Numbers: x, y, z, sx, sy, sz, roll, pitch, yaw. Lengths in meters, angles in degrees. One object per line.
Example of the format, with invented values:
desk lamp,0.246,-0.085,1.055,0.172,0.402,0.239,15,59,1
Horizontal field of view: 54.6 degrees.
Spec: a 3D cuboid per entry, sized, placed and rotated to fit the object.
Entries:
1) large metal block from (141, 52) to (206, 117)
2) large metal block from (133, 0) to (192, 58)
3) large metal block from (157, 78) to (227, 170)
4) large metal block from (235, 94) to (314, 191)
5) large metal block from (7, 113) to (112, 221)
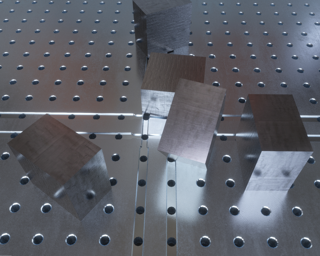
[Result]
large metal block,0.021,-0.060,0.442,0.080,0.050,0.080,6,50,5
large metal block,0.004,-0.174,0.519,0.081,0.080,0.050,-22,53,-17
large metal block,0.039,-0.001,0.354,0.050,0.080,0.080,15,81,13
large metal block,0.125,0.018,0.358,0.050,0.080,0.080,1,50,1
large metal block,-0.104,0.043,0.335,0.080,0.080,0.050,29,56,22
